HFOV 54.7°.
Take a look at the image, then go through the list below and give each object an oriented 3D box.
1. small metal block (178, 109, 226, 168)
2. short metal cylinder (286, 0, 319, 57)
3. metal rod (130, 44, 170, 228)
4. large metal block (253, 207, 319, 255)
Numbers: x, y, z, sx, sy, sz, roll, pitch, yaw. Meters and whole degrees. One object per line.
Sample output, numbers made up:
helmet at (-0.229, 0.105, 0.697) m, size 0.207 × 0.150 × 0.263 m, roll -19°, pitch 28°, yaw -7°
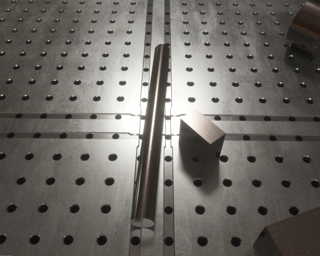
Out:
small metal block at (0.050, 0.013, 0.381) m, size 0.025 × 0.050 × 0.050 m, roll -32°, pitch 57°, yaw -24°
short metal cylinder at (0.258, -0.167, 0.516) m, size 0.080 × 0.080 × 0.050 m, roll -34°, pitch 58°, yaw -25°
metal rod at (-0.007, -0.015, 0.420) m, size 0.025 × 0.025 × 0.300 m, roll 4°, pitch 50°, yaw 2°
large metal block at (0.148, 0.125, 0.288) m, size 0.081 × 0.050 × 0.080 m, roll -14°, pitch 52°, yaw -12°
